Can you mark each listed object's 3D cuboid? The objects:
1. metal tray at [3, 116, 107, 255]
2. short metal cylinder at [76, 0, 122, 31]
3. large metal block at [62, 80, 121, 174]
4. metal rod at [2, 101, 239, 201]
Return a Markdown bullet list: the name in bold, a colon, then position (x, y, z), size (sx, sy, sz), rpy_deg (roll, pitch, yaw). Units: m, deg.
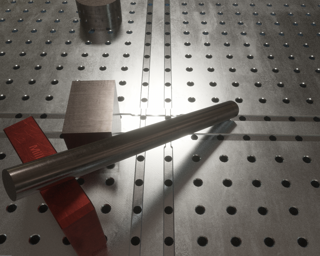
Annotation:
- **metal tray**: position (-0.106, 0.059, 0.314), size (0.030, 0.089, 0.130), rpy_deg (-31, 57, -23)
- **short metal cylinder**: position (-0.113, -0.225, 0.579), size (0.081, 0.050, 0.080), rpy_deg (0, 50, 0)
- **large metal block**: position (-0.077, 0.000, 0.371), size (0.050, 0.080, 0.080), rpy_deg (-2, 50, -2)
- **metal rod**: position (-0.006, 0.008, 0.330), size (0.302, 0.025, 0.025), rpy_deg (-18, 49, -43)
